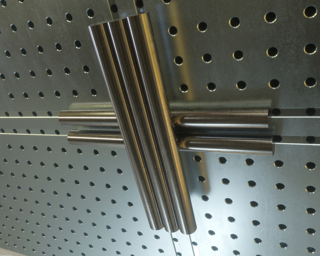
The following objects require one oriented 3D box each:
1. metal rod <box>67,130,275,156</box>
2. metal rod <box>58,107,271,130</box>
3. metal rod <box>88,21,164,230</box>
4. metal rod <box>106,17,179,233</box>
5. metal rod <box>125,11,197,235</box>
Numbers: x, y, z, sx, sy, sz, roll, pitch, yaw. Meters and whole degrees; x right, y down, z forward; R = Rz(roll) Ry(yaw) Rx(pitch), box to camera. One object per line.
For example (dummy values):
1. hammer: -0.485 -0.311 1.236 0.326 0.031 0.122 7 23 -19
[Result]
1. metal rod: -0.004 0.017 0.423 0.301 0.025 0.025 1 119 27
2. metal rod: -0.013 -0.013 0.409 0.301 0.025 0.025 1 119 27
3. metal rod: -0.035 0.015 0.406 0.025 0.025 0.298 0 119 27
4. metal rod: -0.013 0.015 0.394 0.025 0.025 0.298 0 119 27
5. metal rod: 0.009 0.014 0.382 0.025 0.025 0.298 0 119 27
